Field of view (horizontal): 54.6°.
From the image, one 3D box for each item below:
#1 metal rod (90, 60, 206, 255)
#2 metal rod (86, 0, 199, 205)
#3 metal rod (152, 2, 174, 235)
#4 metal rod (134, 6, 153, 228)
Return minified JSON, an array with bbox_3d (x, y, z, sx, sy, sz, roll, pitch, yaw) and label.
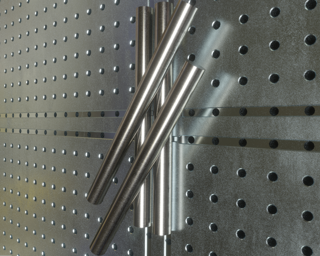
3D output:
[{"bbox_3d":[-0.025,0.053,0.399,0.025,0.025,0.298,42,115,32],"label":"metal rod"},{"bbox_3d":[-0.032,-0.018,0.405,0.025,0.025,0.298,42,115,32],"label":"metal rod"},{"bbox_3d":[0.004,-0.012,0.408,0.025,0.025,0.298,1,91,40],"label":"metal rod"},{"bbox_3d":[-0.023,-0.015,0.430,0.025,0.025,0.298,1,91,40],"label":"metal rod"}]
